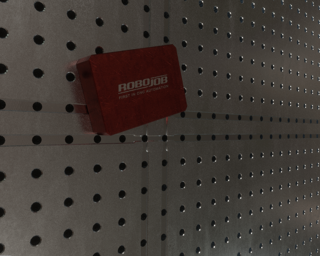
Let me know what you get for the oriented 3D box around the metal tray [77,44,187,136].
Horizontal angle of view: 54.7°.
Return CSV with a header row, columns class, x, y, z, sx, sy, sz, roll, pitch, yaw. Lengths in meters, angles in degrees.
class,x,y,z,sx,sy,sz,roll,pitch,yaw
metal tray,-0.028,-0.051,0.384,0.131,0.030,0.089,-20,103,-39
